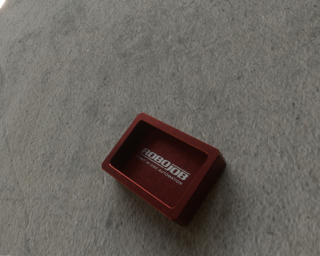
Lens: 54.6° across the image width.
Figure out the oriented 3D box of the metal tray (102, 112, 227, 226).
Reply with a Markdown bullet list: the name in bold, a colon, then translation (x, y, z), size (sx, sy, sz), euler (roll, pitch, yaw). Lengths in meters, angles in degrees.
- **metal tray**: translation (0.001, 0.044, 0.374), size (0.130, 0.030, 0.090), euler (27, 76, 37)
